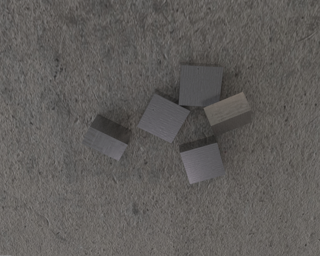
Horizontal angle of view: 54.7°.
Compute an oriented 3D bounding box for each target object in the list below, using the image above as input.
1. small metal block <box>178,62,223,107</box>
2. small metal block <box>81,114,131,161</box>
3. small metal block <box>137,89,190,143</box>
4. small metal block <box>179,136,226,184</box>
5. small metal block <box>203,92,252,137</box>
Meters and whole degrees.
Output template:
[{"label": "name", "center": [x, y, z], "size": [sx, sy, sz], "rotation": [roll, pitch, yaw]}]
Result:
[{"label": "small metal block", "center": [0.050, -0.055, 0.390], "size": [0.050, 0.025, 0.050], "rotation": [3, 110, -2]}, {"label": "small metal block", "center": [-0.067, 0.011, 0.400], "size": [0.050, 0.050, 0.025], "rotation": [27, 108, -10]}, {"label": "small metal block", "center": [0.004, -0.016, 0.404], "size": [0.050, 0.025, 0.050], "rotation": [26, 108, -9]}, {"label": "small metal block", "center": [0.058, 0.044, 0.426], "size": [0.050, 0.025, 0.050], "rotation": [-16, 110, 6]}, {"label": "small metal block", "center": [0.086, -0.016, 0.389], "size": [0.050, 0.050, 0.025], "rotation": [-22, 69, 8]}]
